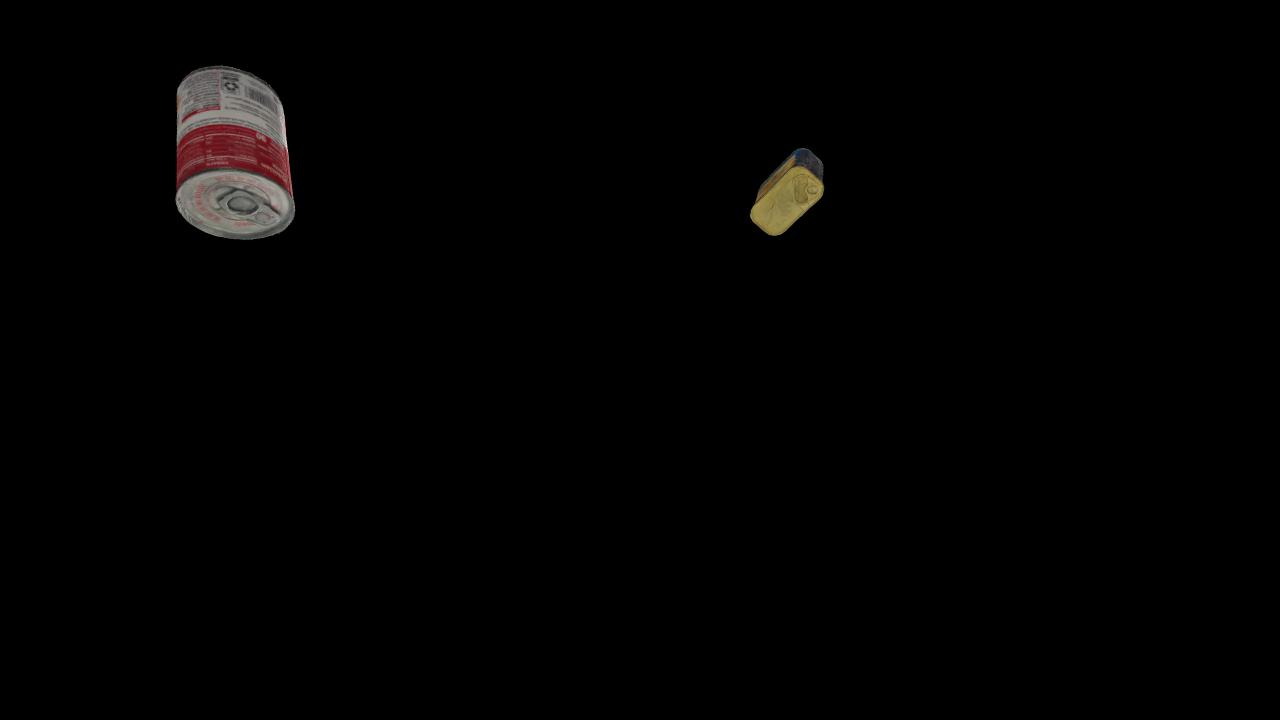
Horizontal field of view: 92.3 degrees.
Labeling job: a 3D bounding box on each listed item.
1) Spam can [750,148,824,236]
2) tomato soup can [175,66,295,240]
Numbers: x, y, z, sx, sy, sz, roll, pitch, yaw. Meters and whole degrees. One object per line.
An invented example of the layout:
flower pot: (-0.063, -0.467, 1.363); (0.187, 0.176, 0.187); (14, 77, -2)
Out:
Spam can: (0.205, -0.235, 0.853); (0.101, 0.058, 0.085); (-42, 16, 37)
tomato soup can: (-0.284, -0.145, 0.430); (0.068, 0.101, 0.068); (-17, -24, -8)
